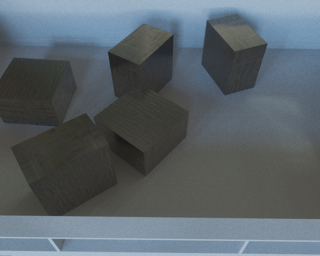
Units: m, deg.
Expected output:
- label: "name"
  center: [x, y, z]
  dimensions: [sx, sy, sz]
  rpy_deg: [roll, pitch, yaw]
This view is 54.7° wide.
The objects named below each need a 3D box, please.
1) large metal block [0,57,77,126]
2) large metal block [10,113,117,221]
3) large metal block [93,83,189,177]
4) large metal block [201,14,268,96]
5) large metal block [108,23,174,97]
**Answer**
- label: "large metal block"
  center: [-0.171, -0.051, 0.430]
  dimensions: [0.080, 0.050, 0.080]
  rpy_deg: [4, 50, 3]
- label: "large metal block"
  center: [-0.098, 0.042, 0.333]
  dimensions: [0.081, 0.080, 0.050]
  rpy_deg: [-28, 56, -22]
- label: "large metal block"
  center: [-0.022, 0.000, 0.389]
  dimensions: [0.080, 0.050, 0.080]
  rpy_deg: [33, 57, 24]
- label: "large metal block"
  center: [0.106, -0.109, 0.462]
  dimensions: [0.050, 0.080, 0.080]
  rpy_deg: [-16, 52, -13]
- label: "large metal block"
  center: [-0.024, -0.088, 0.443]
  dimensions: [0.050, 0.080, 0.080]
  rpy_deg: [27, 55, 20]
